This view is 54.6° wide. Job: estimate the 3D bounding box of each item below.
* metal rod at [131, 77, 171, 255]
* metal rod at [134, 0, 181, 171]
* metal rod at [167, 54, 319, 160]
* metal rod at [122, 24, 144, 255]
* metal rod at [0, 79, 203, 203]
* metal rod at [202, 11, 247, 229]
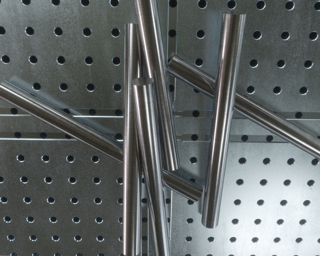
[{"bbox_3d":[-0.007,0.077,0.414,0.025,0.025,0.298,-5,120,2],"label":"metal rod"},{"bbox_3d":[-0.006,-0.082,0.366,0.025,0.025,0.298,-8,114,3],"label":"metal rod"},{"bbox_3d":[0.142,-0.011,0.410,0.301,0.025,0.025,28,108,-10],"label":"metal rod"},{"bbox_3d":[-0.035,0.024,0.398,0.025,0.025,0.298,2,101,-1],"label":"metal rod"},{"bbox_3d":[-0.073,0.023,0.421,0.301,0.025,0.025,30,107,-11],"label":"metal rod"},{"bbox_3d":[0.077,0.010,0.397,0.025,0.025,0.298,1,118,0],"label":"metal rod"}]
